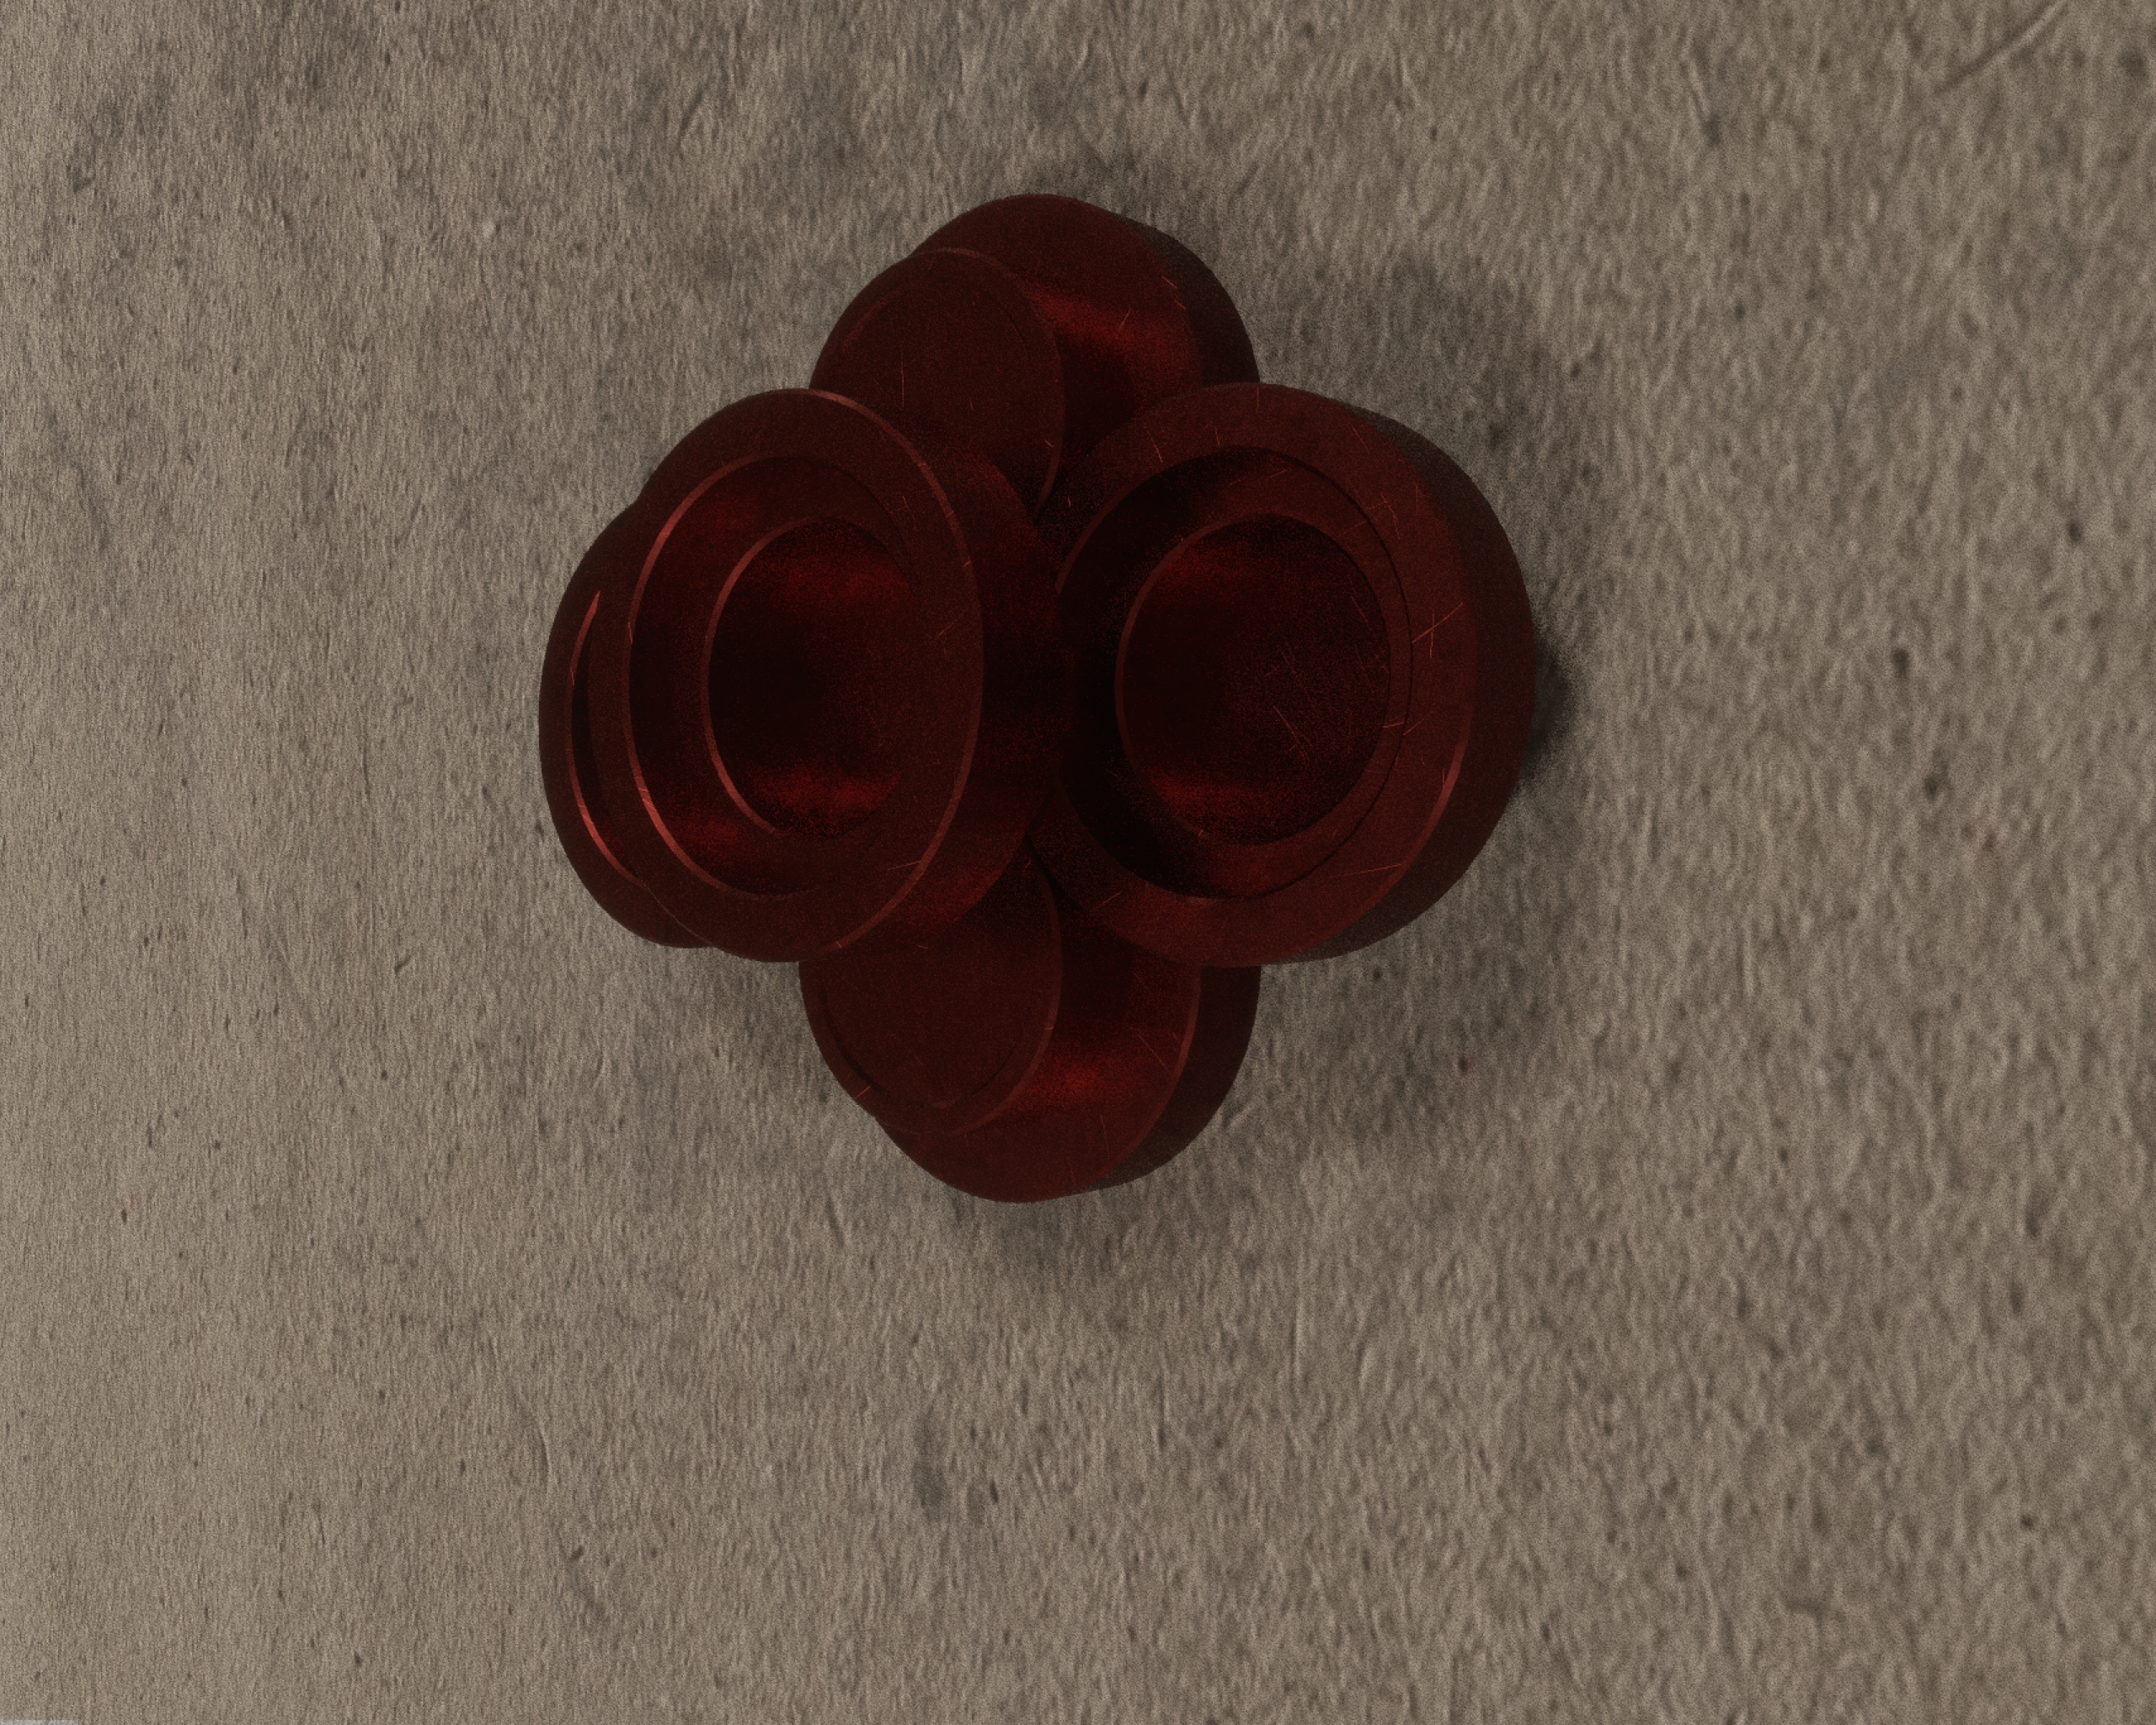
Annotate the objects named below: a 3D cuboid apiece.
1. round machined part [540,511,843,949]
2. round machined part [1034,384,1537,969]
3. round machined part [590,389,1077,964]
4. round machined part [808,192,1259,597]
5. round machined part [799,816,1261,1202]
[{"bbox_3d":[-0.069,-0.031,0.450,0.098,0.042,0.097,0,90,39],"label":"round machined part"},{"bbox_3d":[0.036,-0.031,0.364,0.098,0.042,0.097,0,90,39],"label":"round machined part"},{"bbox_3d":[-0.039,-0.032,0.371,0.098,0.042,0.097,0,91,39],"label":"round machined part"},{"bbox_3d":[-0.016,-0.081,0.406,0.098,0.042,0.097,0,90,39],"label":"round machined part"},{"bbox_3d":[-0.016,0.018,0.407,0.098,0.042,0.097,0,90,39],"label":"round machined part"}]
